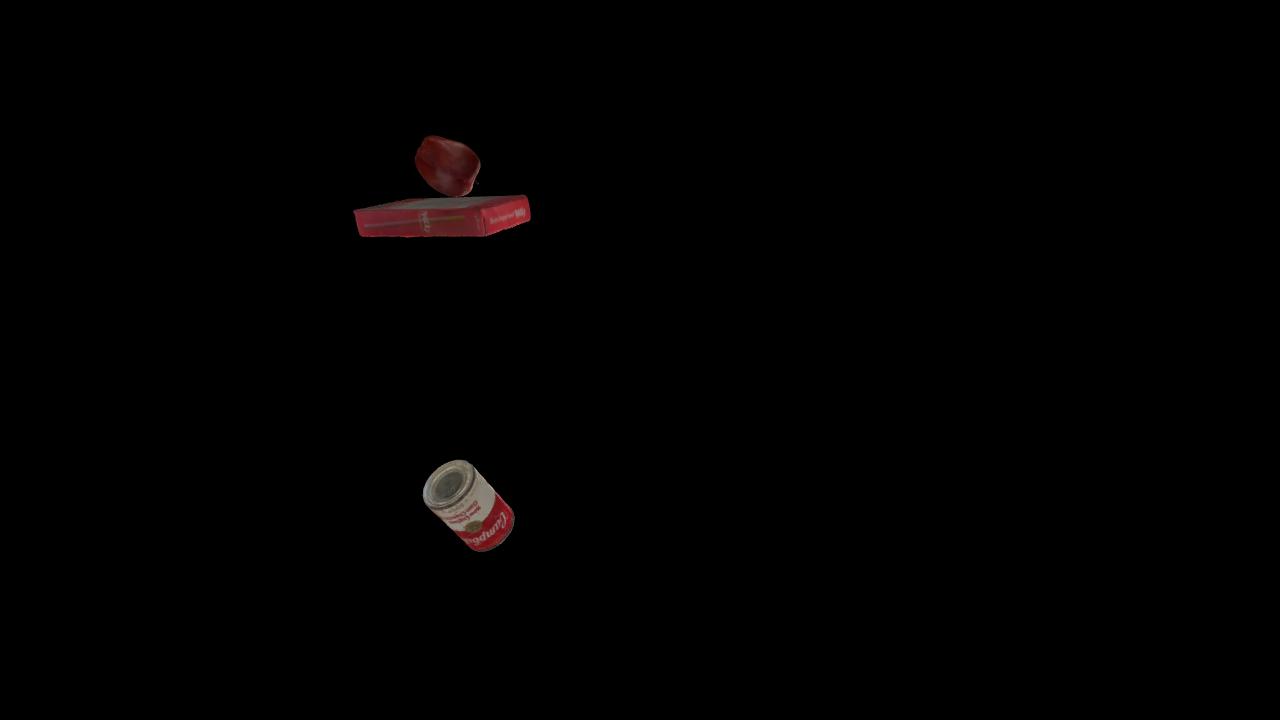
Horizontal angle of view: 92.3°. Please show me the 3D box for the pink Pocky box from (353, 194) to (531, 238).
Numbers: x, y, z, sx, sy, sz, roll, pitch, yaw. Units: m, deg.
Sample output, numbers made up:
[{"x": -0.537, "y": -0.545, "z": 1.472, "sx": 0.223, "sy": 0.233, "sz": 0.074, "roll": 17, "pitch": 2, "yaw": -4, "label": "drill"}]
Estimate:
[{"x": -0.198, "y": -0.146, "z": 0.621, "sx": 0.155, "sy": 0.029, "sz": 0.084, "roll": 4, "pitch": 23, "yaw": 20, "label": "pink Pocky box"}]

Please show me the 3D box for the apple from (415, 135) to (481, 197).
[{"x": -0.276, "y": -0.280, "z": 0.890, "sx": 0.093, "sy": 0.079, "sz": 0.079, "roll": 26, "pitch": -10, "yaw": -21, "label": "apple"}]

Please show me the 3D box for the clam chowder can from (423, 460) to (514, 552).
[{"x": -0.203, "y": 0.174, "z": 0.734, "sx": 0.068, "sy": 0.068, "sz": 0.102, "roll": 0, "pitch": -43, "yaw": 27, "label": "clam chowder can"}]
